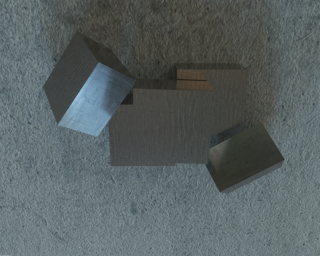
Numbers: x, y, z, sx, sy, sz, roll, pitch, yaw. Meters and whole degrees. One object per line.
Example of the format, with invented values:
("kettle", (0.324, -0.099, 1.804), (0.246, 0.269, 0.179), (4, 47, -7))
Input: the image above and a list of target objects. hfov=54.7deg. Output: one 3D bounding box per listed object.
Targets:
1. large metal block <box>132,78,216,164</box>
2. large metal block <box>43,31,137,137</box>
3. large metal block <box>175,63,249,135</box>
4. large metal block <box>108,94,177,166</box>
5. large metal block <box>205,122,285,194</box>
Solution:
("large metal block", (0.012, -0.008, 0.339), (0.081, 0.050, 0.079), (2, 110, -1))
("large metal block", (-0.084, -0.050, 0.355), (0.050, 0.080, 0.080), (22, 112, -43))
("large metal block", (0.059, -0.037, 0.385), (0.081, 0.050, 0.079), (0, 110, -1))
("large metal block", (-0.021, 0.002, 0.396), (0.081, 0.050, 0.079), (0, 110, -1))
("large metal block", (0.105, 0.042, 0.392), (0.080, 0.080, 0.050), (-29, 70, 10))
